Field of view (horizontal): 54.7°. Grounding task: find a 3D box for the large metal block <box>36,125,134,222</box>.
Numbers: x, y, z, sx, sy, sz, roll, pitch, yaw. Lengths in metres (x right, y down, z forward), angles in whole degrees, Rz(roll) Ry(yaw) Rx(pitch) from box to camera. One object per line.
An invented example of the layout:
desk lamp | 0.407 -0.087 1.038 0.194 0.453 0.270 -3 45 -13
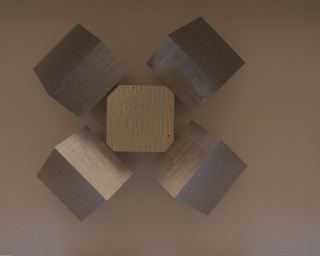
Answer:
large metal block | -0.093 0.057 0.376 0.080 0.050 0.080 46 134 -1

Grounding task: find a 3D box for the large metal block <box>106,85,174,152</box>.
large metal block | -0.023 -0.011 0.396 0.081 0.050 0.080 1 90 0

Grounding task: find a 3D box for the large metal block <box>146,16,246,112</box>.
large metal block | 0.045 -0.079 0.377 0.080 0.050 0.080 47 47 0

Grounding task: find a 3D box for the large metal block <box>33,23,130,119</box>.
large metal block | -0.097 -0.070 0.373 0.080 0.080 0.050 -46 134 0

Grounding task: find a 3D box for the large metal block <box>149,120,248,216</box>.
large metal block | 0.049 0.050 0.376 0.080 0.050 0.080 -52 135 -1
